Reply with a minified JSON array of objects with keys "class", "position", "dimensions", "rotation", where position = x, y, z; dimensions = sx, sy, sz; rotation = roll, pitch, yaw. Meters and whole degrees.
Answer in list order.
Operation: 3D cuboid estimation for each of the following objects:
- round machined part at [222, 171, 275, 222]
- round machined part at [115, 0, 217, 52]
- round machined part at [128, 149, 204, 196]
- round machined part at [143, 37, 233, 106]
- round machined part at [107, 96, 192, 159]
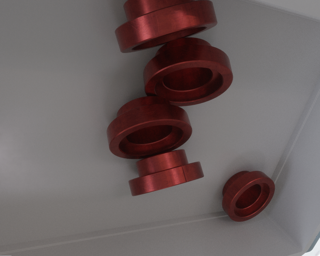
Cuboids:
[{"class":"round machined part","position":[0.151,0.116,0.552],"dimensions":[0.099,0.042,0.097],"rotation":[-14,124,-21]},{"class":"round machined part","position":[0.003,-0.108,0.303],"dimensions":[0.099,0.098,0.042],"rotation":[-19,100,-17]},{"class":"round machined part","position":[0.006,0.057,0.413],"dimensions":[0.099,0.098,0.042],"rotation":[-11,80,-22]},{"class":"round machined part","position":[0.030,-0.065,0.353],"dimensions":[0.099,0.042,0.098],"rotation":[-6,158,-2]},{"class":"round machined part","position":[-0.014,-0.002,0.370],"dimensions":[0.099,0.042,0.098],"rotation":[-12,153,-6]}]
